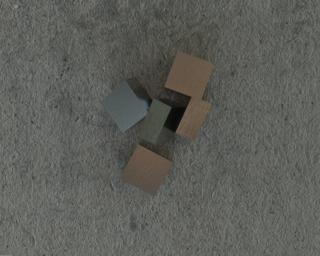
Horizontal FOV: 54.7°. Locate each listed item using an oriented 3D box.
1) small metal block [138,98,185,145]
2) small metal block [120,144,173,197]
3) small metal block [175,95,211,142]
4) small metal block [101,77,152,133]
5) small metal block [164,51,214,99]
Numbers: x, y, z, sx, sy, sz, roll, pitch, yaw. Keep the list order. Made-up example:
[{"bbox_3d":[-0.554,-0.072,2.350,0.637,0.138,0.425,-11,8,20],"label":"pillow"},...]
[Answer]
[{"bbox_3d":[0.003,-0.009,0.389,0.025,0.050,0.050,29,105,19],"label":"small metal block"},{"bbox_3d":[-0.018,0.054,0.410,0.050,0.025,0.050,28,90,0],"label":"small metal block"},{"bbox_3d":[0.040,-0.012,0.398,0.025,0.050,0.050,24,90,-1],"label":"small metal block"},{"bbox_3d":[-0.040,-0.029,0.398,0.050,0.025,0.050,-36,89,32],"label":"small metal block"},{"bbox_3d":[0.038,-0.068,0.410,0.050,0.025,0.050,20,90,0],"label":"small metal block"}]
